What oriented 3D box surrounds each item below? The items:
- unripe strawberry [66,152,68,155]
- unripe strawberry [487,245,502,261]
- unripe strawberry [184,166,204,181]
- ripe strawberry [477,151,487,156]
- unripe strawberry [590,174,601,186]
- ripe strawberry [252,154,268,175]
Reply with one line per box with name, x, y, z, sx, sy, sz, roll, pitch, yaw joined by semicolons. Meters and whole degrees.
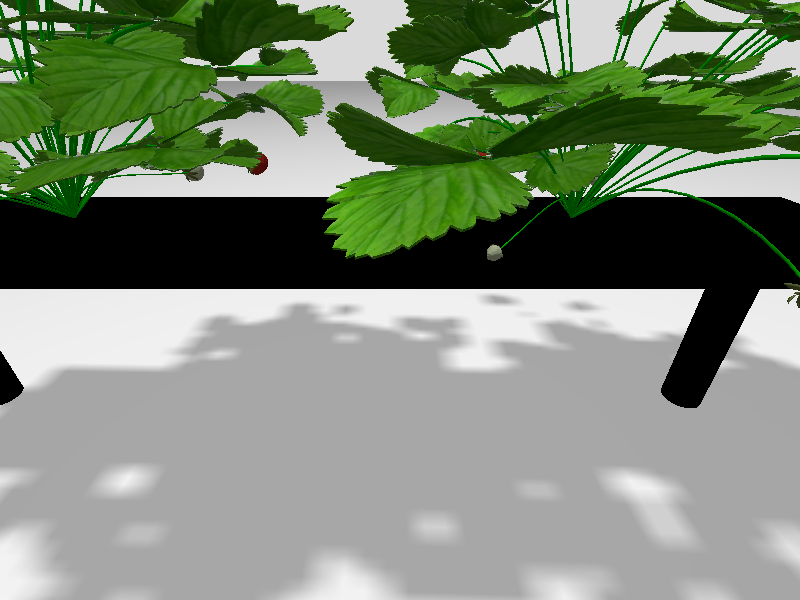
unripe strawberry;-0.431;-0.185;0.512;0.011;0.011;0.010;-20;36;-31
unripe strawberry;0.065;-0.032;0.280;0.011;0.011;0.011;26;40;37
unripe strawberry;-0.245;-0.155;0.478;0.022;0.023;0.023;10;31;17
ripe strawberry;0.109;-0.177;0.504;0.037;0.032;0.037;-8;31;-13
unripe strawberry;0.222;-0.137;0.455;0.016;0.014;0.016;17;-28;26
ripe strawberry;-0.176;-0.171;0.499;0.024;0.027;0.026;20;35;30
